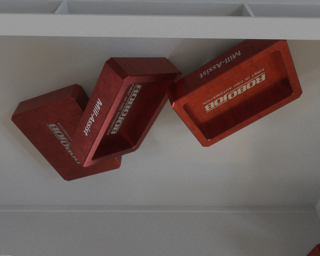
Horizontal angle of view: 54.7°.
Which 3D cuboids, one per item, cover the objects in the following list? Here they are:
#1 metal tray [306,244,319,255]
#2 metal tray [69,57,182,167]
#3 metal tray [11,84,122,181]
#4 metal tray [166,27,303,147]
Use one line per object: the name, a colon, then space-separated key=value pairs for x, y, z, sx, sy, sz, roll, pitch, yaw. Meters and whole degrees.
metal tray: x=0.261 y=0.198 z=0.422 sx=0.131 sy=0.030 sz=0.089 roll=7 pitch=130 yaw=-6
metal tray: x=-0.040 y=-0.018 z=0.351 sx=0.091 sy=0.030 sz=0.129 roll=-15 pitch=145 yaw=-49
metal tray: x=-0.118 y=0.012 z=0.415 sx=0.090 sy=0.030 sz=0.130 roll=-16 pitch=129 yaw=13
metal tray: x=0.085 y=-0.041 z=0.351 sx=0.130 sy=0.030 sz=0.090 roll=-30 pitch=132 yaw=12
